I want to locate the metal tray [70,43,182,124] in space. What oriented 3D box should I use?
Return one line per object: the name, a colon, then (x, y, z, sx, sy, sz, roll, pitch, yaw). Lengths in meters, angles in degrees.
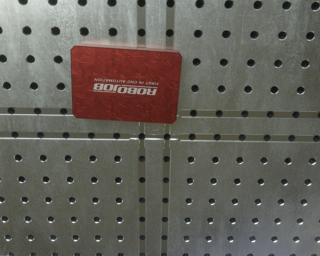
metal tray: (-0.042, -0.055, 0.390, 0.131, 0.030, 0.089, 3, 110, -2)
